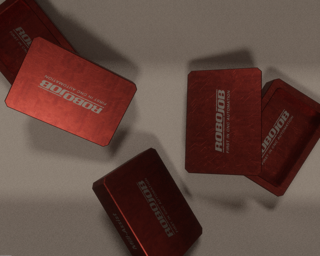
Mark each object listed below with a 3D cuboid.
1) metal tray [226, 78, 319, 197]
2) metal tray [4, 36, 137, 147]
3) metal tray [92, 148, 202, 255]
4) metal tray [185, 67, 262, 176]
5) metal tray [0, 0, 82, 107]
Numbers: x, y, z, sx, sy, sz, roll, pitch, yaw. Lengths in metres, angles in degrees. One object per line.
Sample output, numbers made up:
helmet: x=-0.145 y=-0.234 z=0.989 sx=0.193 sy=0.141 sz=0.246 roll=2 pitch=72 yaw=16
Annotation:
metal tray: x=0.152 y=0.012 z=0.410 sx=0.090 sy=0.030 sz=0.130 roll=32 pitch=90 yaw=-1
metal tray: x=-0.106 y=-0.043 z=0.383 sx=0.131 sy=0.030 sz=0.090 roll=25 pitch=98 yaw=-18
metal tray: x=-0.012 y=0.100 z=0.382 sx=0.091 sy=0.030 sz=0.130 roll=-31 pitch=90 yaw=-44
metal tray: x=0.080 y=-0.007 z=0.389 sx=0.090 sy=0.030 sz=0.129 roll=0 pitch=83 yaw=17
metal tray: x=-0.168 y=-0.101 z=0.406 sx=0.090 sy=0.030 sz=0.130 roll=-39 pitch=90 yaw=-1
